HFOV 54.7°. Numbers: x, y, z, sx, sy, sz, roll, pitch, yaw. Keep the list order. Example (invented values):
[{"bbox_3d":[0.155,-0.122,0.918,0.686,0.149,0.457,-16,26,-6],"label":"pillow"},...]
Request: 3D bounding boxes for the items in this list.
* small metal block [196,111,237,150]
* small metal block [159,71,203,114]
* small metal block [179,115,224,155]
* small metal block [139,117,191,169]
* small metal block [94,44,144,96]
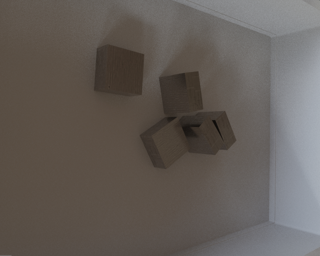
[{"bbox_3d":[0.077,0.004,0.455,0.025,0.050,0.050,-39,114,-33],"label":"small metal block"},{"bbox_3d":[0.028,-0.047,0.413,0.025,0.050,0.050,-14,99,-39],"label":"small metal block"},{"bbox_3d":[0.054,0.010,0.436,0.025,0.050,0.050,-48,119,-29],"label":"small metal block"},{"bbox_3d":[0.008,0.019,0.413,0.050,0.025,0.050,-36,113,-34],"label":"small metal block"},{"bbox_3d":[-0.048,-0.066,0.366,0.050,0.025,0.050,5,87,-40],"label":"small metal block"}]
